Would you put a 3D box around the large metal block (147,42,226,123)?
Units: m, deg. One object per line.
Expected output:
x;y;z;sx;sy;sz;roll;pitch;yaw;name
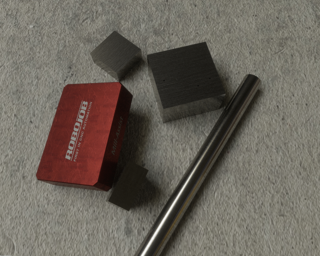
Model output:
0.032;-0.061;0.417;0.081;0.050;0.080;-14;71;-6;large metal block

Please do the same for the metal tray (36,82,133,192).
-0.092;0.008;0.384;0.090;0.030;0.130;1;68;24;metal tray

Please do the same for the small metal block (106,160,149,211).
-0.040;0.069;0.367;0.025;0.050;0.050;28;72;-5;small metal block

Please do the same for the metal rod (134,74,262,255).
0.049;0.051;0.389;0.025;0.025;0.300;31;73;10;metal rod

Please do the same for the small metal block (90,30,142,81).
-0.062;-0.103;0.445;0.050;0.025;0.050;38;74;12;small metal block
